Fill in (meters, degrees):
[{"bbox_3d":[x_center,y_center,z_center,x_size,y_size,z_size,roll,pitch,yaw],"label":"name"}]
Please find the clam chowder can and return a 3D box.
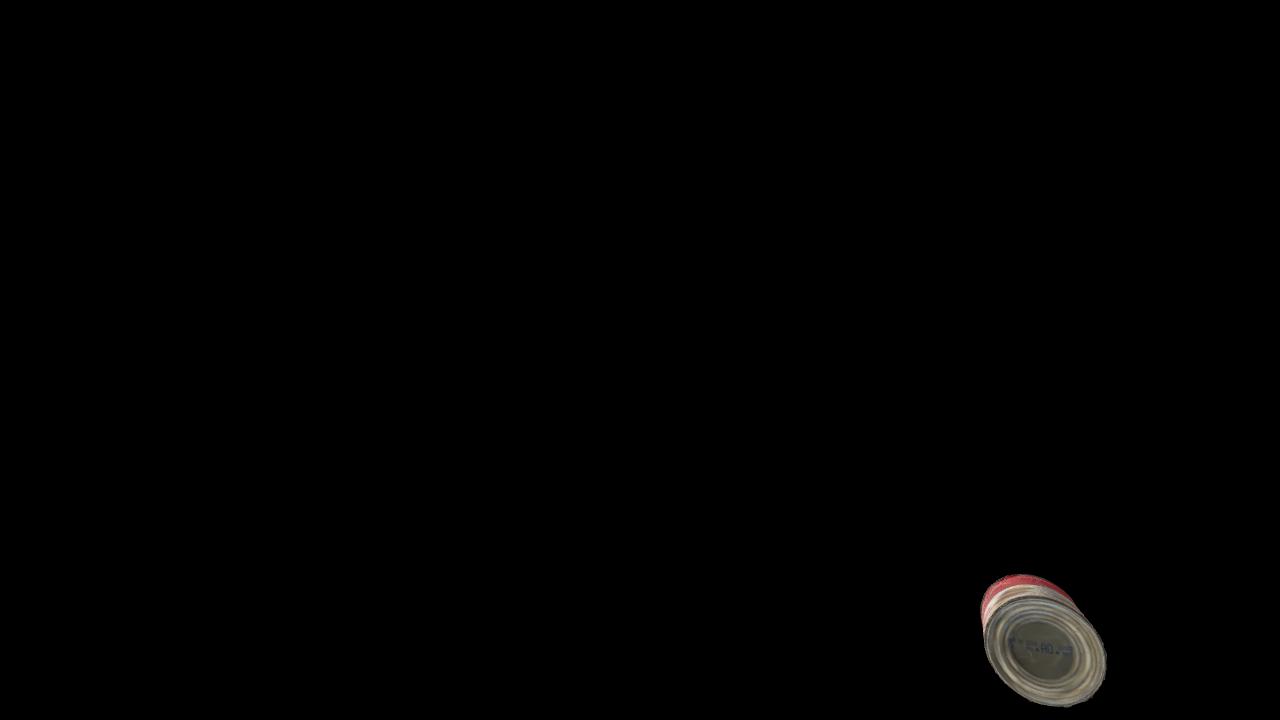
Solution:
[{"bbox_3d":[0.279,0.193,0.432,0.068,0.068,0.102,0,-9,27],"label":"clam chowder can"}]
